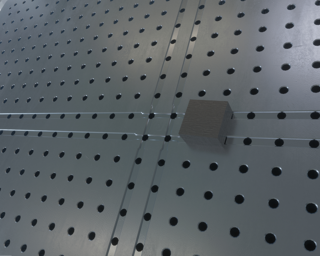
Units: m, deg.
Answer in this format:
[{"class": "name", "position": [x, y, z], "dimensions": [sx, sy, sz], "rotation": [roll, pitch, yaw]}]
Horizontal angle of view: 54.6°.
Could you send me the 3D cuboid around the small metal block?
[{"class": "small metal block", "position": [0.057, -0.007, 0.383], "dimensions": [0.050, 0.025, 0.050], "rotation": [6, 65, 31]}]
